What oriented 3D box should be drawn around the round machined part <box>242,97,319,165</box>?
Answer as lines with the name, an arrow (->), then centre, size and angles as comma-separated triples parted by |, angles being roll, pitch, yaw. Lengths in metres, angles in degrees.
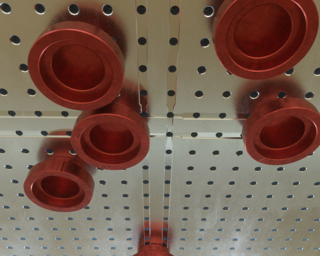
round machined part -> 0.155, 0.000, 0.401 | 0.099, 0.042, 0.097 | 0, 130, 0

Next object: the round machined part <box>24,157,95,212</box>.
round machined part -> -0.148, 0.081, 0.468 | 0.099, 0.042, 0.097 | 0, 130, 0

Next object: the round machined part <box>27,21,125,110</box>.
round machined part -> -0.088, -0.070, 0.340 | 0.099, 0.042, 0.097 | 0, 131, 0

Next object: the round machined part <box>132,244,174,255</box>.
round machined part -> -0.014, 0.273, 0.632 | 0.099, 0.042, 0.097 | 0, 130, 0

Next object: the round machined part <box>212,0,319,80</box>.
round machined part -> 0.102, -0.101, 0.315 | 0.099, 0.042, 0.097 | 0, 130, 0

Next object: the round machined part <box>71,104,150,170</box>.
round machined part -> -0.062, 0.007, 0.406 | 0.099, 0.042, 0.097 | 0, 130, 0
